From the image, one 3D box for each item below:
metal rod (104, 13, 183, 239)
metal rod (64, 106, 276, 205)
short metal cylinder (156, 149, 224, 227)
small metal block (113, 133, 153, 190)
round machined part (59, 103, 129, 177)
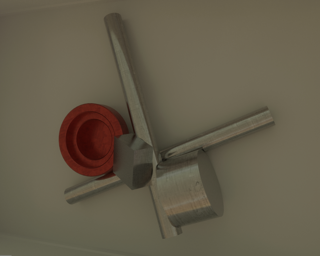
[{"bbox_3d":[-0.026,-0.013,0.398,0.025,0.025,0.299,-20,76,18],"label":"metal rod"},{"bbox_3d":[-0.001,0.043,0.408,0.300,0.025,0.025,-24,82,18],"label":"metal rod"},{"bbox_3d":[0.037,0.071,0.366,0.050,0.080,0.080,-21,83,18],"label":"short metal cylinder"},{"bbox_3d":[-0.034,0.039,0.376,0.050,0.025,0.050,29,120,50],"label":"small metal block"},{"bbox_3d":[-0.086,0.016,0.430,0.098,0.042,0.097,0,90,19],"label":"round machined part"}]
